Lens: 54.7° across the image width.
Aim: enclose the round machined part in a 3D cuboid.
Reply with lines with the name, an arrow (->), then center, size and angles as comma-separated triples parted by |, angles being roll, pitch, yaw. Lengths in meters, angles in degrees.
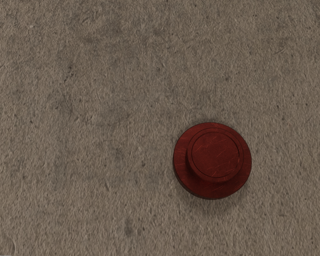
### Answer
round machined part -> 0.066, 0.038, 0.386 | 0.099, 0.042, 0.098 | 0, 70, -1
